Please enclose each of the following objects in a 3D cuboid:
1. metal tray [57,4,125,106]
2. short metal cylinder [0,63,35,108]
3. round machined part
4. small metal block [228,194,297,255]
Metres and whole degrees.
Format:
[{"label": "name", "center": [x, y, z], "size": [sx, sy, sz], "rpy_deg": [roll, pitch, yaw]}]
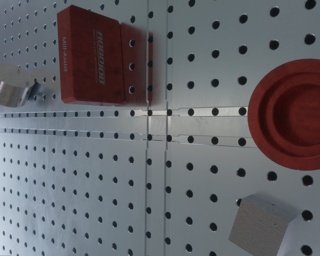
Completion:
[{"label": "metal tray", "center": [-0.098, -0.099, 0.447], "size": [0.030, 0.091, 0.129], "rpy_deg": [-7, 86, 40]}, {"label": "short metal cylinder", "center": [-0.302, -0.086, 0.623], "size": [0.080, 0.081, 0.050], "rpy_deg": [50, 119, 28]}, {"label": "round machined part", "center": [0.136, -0.011, 0.286], "size": [0.098, 0.042, 0.097], "rpy_deg": [0, 90, 40]}, {"label": "small metal block", "center": [0.106, 0.105, 0.322], "size": [0.050, 0.025, 0.050], "rpy_deg": [24, 105, 37]}]
